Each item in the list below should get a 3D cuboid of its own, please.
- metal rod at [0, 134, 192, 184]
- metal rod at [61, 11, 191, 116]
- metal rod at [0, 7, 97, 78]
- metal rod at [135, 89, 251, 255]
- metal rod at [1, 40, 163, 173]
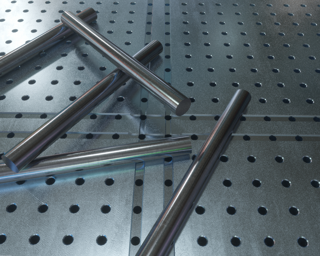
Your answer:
[{"bbox_3d":[-0.111,0.042,0.370,0.302,0.025,0.025,-8,51,-8],"label":"metal rod"},{"bbox_3d":[-0.066,-0.108,0.453,0.025,0.025,0.300,-32,53,-24],"label":"metal rod"},{"bbox_3d":[-0.219,-0.125,0.509,0.025,0.025,0.301,30,56,22],"label":"metal rod"},{"bbox_3d":[0.044,0.053,0.363,0.025,0.025,0.301,24,54,18],"label":"metal rod"},{"bbox_3d":[-0.084,-0.049,0.429,0.025,0.025,0.301,26,49,19],"label":"metal rod"}]
